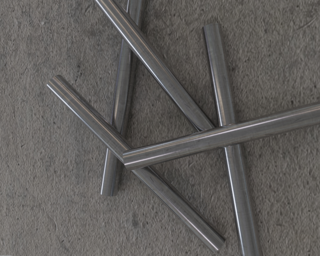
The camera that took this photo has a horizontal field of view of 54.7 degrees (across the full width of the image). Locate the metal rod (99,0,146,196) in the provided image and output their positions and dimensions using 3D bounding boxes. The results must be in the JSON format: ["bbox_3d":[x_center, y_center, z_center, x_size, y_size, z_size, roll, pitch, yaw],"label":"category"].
[{"bbox_3d":[-0.050,-0.055,0.426,0.025,0.025,0.298,10,93,19],"label":"metal rod"}]

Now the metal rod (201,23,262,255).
[{"bbox_3d":[0.088,0.021,0.377,0.025,0.025,0.298,-10,87,20],"label":"metal rod"}]

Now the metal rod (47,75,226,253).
[{"bbox_3d":[-0.034,0.041,0.399,0.300,0.025,0.025,44,104,6],"label":"metal rod"}]

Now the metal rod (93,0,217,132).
[{"bbox_3d":[-0.028,-0.109,0.395,0.025,0.025,0.300,-39,87,16],"label":"metal rod"}]

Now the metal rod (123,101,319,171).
[{"bbox_3d":[0.103,0.002,0.348,0.301,0.025,0.025,-15,85,10],"label":"metal rod"}]
